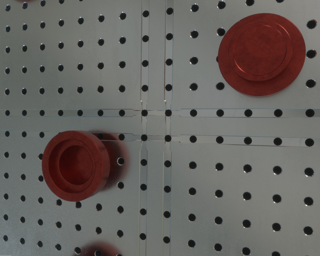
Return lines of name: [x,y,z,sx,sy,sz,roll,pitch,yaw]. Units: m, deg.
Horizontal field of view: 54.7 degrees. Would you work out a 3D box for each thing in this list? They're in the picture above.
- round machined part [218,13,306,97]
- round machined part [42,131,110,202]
round machined part: [0.117,-0.086,0.362,0.098,0.042,0.097,0,90,19]
round machined part: [-0.115,0.052,0.443,0.098,0.042,0.097,0,90,19]
